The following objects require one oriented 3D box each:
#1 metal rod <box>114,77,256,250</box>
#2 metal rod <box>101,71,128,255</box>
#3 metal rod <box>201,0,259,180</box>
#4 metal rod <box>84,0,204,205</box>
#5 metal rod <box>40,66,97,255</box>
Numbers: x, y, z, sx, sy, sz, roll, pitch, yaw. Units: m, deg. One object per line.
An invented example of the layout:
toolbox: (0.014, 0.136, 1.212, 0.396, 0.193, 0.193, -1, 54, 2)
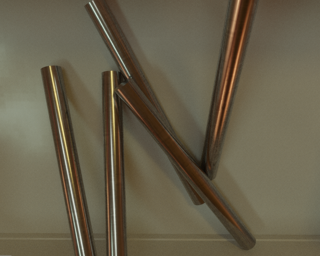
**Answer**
metal rod: (0.044, 0.060, 0.408, 0.025, 0.025, 0.300, -34, 110, 11)
metal rod: (-0.054, 0.080, 0.374, 0.025, 0.025, 0.298, -3, 85, 0)
metal rod: (0.069, -0.038, 0.330, 0.025, 0.025, 0.298, 0, 137, -1)
metal rod: (-0.008, -0.021, 0.403, 0.025, 0.025, 0.299, -26, 109, 9)
metal rod: (-0.104, 0.072, 0.372, 0.025, 0.025, 0.298, -12, 85, 4)
